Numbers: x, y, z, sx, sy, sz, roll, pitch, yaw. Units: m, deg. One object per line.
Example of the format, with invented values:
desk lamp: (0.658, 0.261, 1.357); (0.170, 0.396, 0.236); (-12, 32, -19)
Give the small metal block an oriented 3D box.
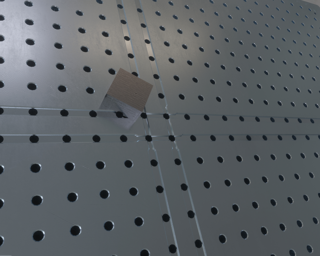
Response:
small metal block: (-0.043, -0.044, 0.412); (0.050, 0.025, 0.050); (27, 52, -11)
